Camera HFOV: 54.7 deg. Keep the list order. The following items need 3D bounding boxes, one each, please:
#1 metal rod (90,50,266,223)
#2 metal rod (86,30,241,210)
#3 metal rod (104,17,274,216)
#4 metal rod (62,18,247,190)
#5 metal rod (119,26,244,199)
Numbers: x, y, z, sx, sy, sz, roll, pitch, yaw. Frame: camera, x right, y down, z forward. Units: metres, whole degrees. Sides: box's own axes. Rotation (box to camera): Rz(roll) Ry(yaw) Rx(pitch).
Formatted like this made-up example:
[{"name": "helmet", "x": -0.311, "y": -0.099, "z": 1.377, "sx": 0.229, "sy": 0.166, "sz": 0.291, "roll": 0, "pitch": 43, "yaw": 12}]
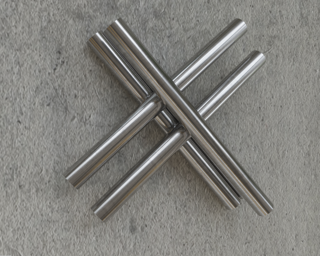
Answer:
[{"name": "metal rod", "x": 0.033, "y": 0.001, "z": 0.397, "sx": 0.301, "sy": 0.025, "sz": 0.025, "roll": -44, "pitch": 104, "yaw": -15}, {"name": "metal rod", "x": 0.013, "y": -0.001, "z": 0.416, "sx": 0.025, "sy": 0.025, "sz": 0.300, "roll": -44, "pitch": 104, "yaw": -15}, {"name": "metal rod", "x": 0.043, "y": -0.003, "z": 0.374, "sx": 0.025, "sy": 0.025, "sz": 0.300, "roll": -45, "pitch": 104, "yaw": -15}, {"name": "metal rod", "x": 0.005, "y": -0.040, "z": 0.386, "sx": 0.301, "sy": 0.025, "sz": 0.025, "roll": -44, "pitch": 104, "yaw": -15}, {"name": "metal rod", "x": 0.033, "y": -0.015, "z": 0.423, "sx": 0.025, "sy": 0.025, "sz": 0.300, "roll": -44, "pitch": 104, "yaw": -15}]
